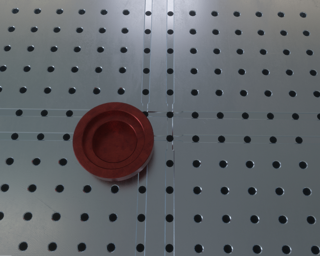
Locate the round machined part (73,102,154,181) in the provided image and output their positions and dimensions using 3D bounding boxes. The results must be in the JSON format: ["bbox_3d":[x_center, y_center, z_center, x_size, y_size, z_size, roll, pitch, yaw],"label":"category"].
[{"bbox_3d":[-0.056,0.020,0.395,0.099,0.042,0.098,0,70,0],"label":"round machined part"}]
